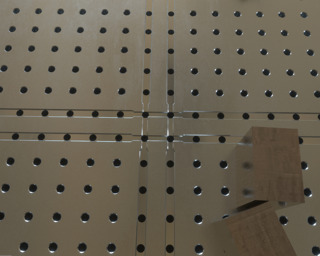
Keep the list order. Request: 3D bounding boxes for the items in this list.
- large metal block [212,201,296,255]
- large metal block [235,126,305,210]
[{"bbox_3d":[0.102,0.130,0.335,0.050,0.080,0.080,-20,72,-7],"label":"large metal block"},{"bbox_3d":[0.124,0.051,0.365,0.050,0.080,0.080,3,70,1],"label":"large metal block"}]
